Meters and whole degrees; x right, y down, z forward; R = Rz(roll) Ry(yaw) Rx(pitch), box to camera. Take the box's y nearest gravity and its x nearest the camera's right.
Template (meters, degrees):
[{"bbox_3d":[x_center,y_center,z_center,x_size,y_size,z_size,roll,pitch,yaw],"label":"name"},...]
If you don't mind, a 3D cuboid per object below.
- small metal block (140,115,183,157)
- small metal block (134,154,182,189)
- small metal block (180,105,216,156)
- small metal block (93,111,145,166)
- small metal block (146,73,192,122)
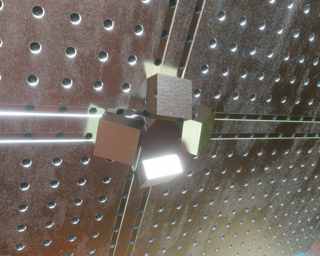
[{"bbox_3d":[-0.004,0.006,0.414,0.050,0.025,0.050,-49,129,6],"label":"small metal block"},{"bbox_3d":[-0.004,0.061,0.432,0.050,0.025,0.050,-9,158,-24],"label":"small metal block"},{"bbox_3d":[0.053,0.002,0.428,0.050,0.025,0.050,-38,141,-51],"label":"small metal block"},{"bbox_3d":[-0.050,0.013,0.378,0.050,0.025,0.050,16,115,2],"label":"small metal block"},{"bbox_3d":[0.012,-0.036,0.381,0.050,0.025,0.050,6,79,-31],"label":"small metal block"}]
